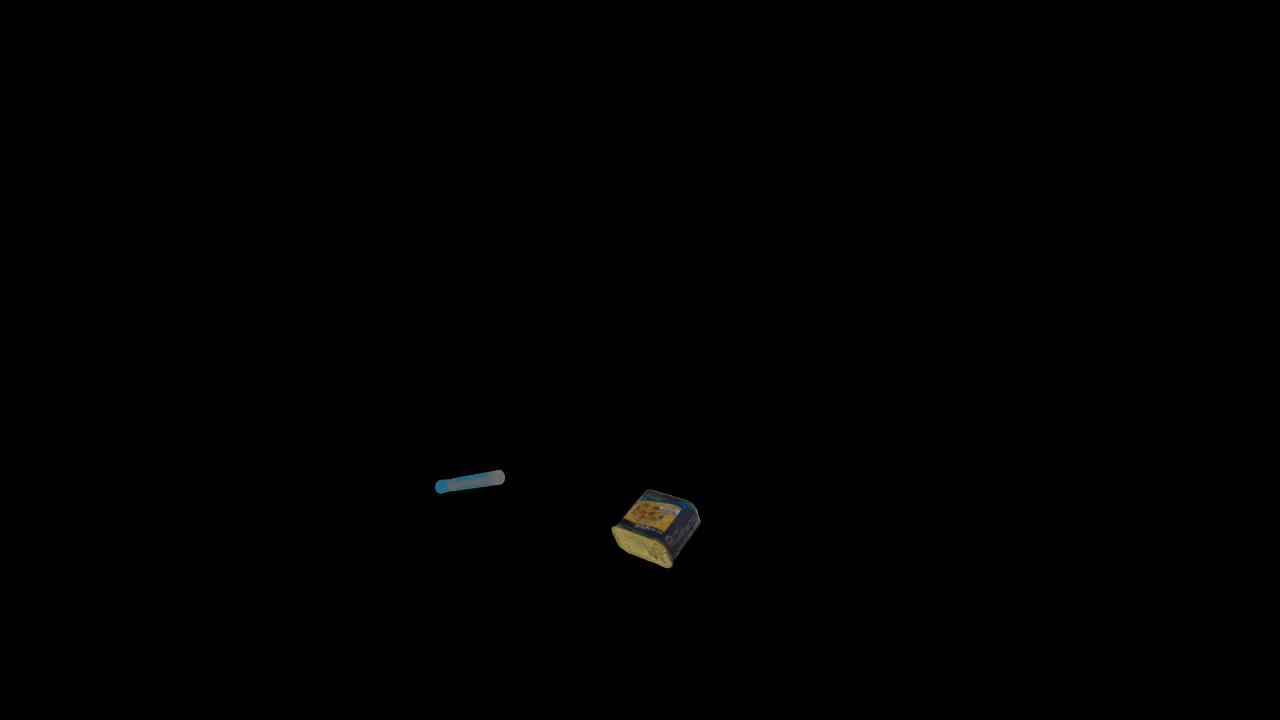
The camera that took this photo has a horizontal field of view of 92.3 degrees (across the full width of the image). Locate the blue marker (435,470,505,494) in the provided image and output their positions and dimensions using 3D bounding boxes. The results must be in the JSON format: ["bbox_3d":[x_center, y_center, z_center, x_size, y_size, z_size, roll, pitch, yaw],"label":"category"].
[{"bbox_3d":[-0.227,0.161,0.810,0.121,0.020,0.020,-14,-8,31],"label":"blue marker"}]

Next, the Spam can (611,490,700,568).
[{"bbox_3d":[0.025,0.242,0.895,0.101,0.058,0.085,8,39,38],"label":"Spam can"}]
